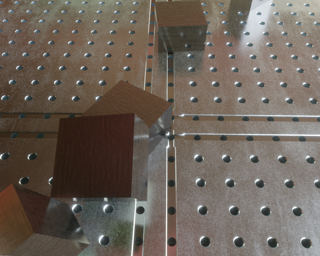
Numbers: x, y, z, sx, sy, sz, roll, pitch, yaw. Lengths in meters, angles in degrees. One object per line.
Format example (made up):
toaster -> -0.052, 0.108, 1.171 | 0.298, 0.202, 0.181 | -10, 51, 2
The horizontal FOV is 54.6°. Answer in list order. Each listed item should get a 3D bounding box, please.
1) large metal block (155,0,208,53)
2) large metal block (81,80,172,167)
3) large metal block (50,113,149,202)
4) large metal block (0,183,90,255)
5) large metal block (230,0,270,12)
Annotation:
large metal block -> 0.034, -0.178, 0.542 | 0.080, 0.050, 0.080 | -4, 50, -3
large metal block -> -0.040, -0.006, 0.397 | 0.080, 0.050, 0.080 | 27, 55, 21
large metal block -> -0.058, 0.033, 0.319 | 0.080, 0.050, 0.080 | -3, 72, 13
large metal block -> -0.123, 0.103, 0.269 | 0.080, 0.080, 0.050 | -40, 58, -3
large metal block -> 0.193, -0.293, 0.619 | 0.080, 0.080, 0.050 | -35, 58, -26
